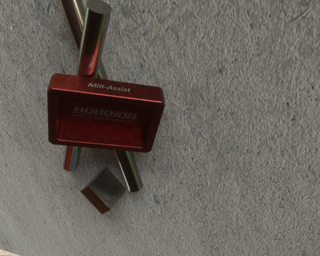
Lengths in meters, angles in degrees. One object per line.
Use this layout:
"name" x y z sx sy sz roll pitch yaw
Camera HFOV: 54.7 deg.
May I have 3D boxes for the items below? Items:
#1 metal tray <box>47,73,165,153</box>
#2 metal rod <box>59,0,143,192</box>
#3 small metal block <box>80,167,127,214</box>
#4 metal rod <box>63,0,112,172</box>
"metal tray" -0.068 -0.015 0.383 0.131 0.030 0.089 6 133 -12
"metal rod" -0.075 -0.039 0.420 0.025 0.025 0.298 -1 118 28
"small metal block" -0.090 0.100 0.498 0.050 0.050 0.025 49 128 -7
"metal rod" -0.106 -0.029 0.415 0.025 0.025 0.298 33 137 6
